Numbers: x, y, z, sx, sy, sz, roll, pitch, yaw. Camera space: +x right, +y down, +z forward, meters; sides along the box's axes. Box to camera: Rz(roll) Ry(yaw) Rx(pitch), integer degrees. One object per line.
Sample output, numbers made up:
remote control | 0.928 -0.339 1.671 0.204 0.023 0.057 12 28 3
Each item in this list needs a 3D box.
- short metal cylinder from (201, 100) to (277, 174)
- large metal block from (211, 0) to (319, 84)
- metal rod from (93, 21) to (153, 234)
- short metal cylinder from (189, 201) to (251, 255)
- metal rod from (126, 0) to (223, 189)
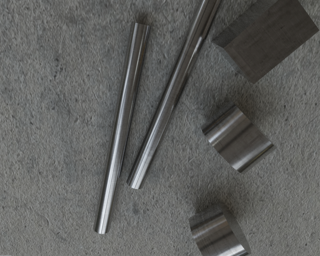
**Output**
short metal cylinder | 0.097 0.011 0.385 0.080 0.080 0.050 43 105 -14
large metal block | 0.110 -0.102 0.344 0.080 0.080 0.050 -41 105 13
metal rod | -0.054 0.014 0.414 0.025 0.025 0.298 12 110 -5
short metal cylinder | 0.084 0.150 0.437 0.050 0.080 0.080 -33 107 11
metal rod | 0.019 -0.051 0.390 0.025 0.025 0.298 20 109 -8
